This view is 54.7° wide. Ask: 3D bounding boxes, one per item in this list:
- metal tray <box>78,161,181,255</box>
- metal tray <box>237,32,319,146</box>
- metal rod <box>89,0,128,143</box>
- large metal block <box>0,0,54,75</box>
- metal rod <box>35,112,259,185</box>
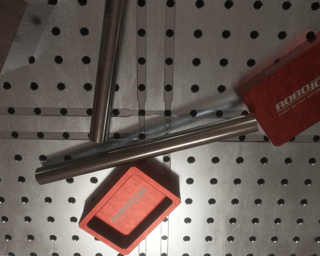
[{"bbox_3d":[-0.044,0.116,0.452,0.090,0.030,0.130,38,105,-13],"label":"metal tray"},{"bbox_3d":[0.178,-0.048,0.396,0.130,0.030,0.090,-35,107,11],"label":"metal tray"},{"bbox_3d":[-0.055,-0.122,0.367,0.025,0.025,0.298,10,110,-4],"label":"metal rod"},{"bbox_3d":[-0.168,-0.112,0.340,0.050,0.080,0.080,28,108,-10],"label":"large metal block"},{"bbox_3d":[-0.025,0.030,0.409,0.301,0.025,0.025,-15,110,10],"label":"metal rod"}]
